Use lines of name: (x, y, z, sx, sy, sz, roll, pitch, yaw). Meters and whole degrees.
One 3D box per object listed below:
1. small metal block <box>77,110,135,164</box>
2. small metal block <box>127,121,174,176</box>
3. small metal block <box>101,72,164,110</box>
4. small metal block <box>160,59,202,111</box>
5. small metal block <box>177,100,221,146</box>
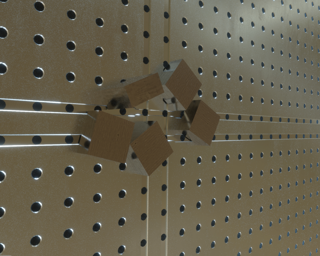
small metal block: (-0.062, 0.011, 0.359, 0.050, 0.025, 0.050, 21, 77, -38)
small metal block: (-0.017, 0.025, 0.397, 0.050, 0.025, 0.050, -42, 116, -32)
small metal block: (-0.033, -0.043, 0.367, 0.050, 0.050, 0.025, -30, 109, -36)
small metal block: (0.025, -0.060, 0.433, 0.050, 0.025, 0.050, 47, 62, -30)
small metal block: (0.058, -0.007, 0.461, 0.050, 0.025, 0.050, 36, 68, -35)
